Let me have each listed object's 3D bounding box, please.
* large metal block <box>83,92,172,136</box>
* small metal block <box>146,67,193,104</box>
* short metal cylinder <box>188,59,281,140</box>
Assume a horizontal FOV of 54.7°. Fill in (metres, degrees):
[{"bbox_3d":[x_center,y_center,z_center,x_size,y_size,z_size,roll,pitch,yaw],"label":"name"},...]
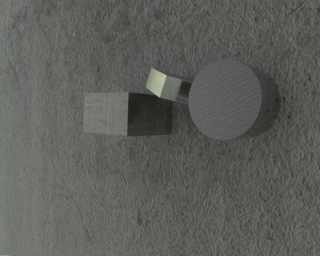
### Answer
[{"bbox_3d":[-0.041,-0.018,0.403,0.080,0.081,0.050,4,93,40],"label":"large metal block"},{"bbox_3d":[0.017,-0.049,0.363,0.050,0.050,0.025,45,121,61],"label":"small metal block"},{"bbox_3d":[0.077,-0.028,0.325,0.080,0.050,0.080,0,90,39],"label":"short metal cylinder"}]
